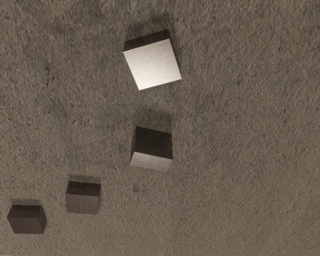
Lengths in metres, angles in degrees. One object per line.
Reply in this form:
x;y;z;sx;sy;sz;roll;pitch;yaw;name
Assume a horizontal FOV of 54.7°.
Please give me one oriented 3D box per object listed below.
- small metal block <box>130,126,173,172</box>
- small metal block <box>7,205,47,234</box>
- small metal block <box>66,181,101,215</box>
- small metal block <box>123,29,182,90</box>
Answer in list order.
-0.011;0.028;0.414;0.050;0.050;0.025;13;129;-11;small metal block
-0.231;0.160;0.540;0.050;0.025;0.050;2;130;-2;small metal block
-0.124;0.114;0.503;0.050;0.025;0.050;7;130;-6;small metal block
-0.007;-0.075;0.343;0.050;0.025;0.050;-14;129;11;small metal block
